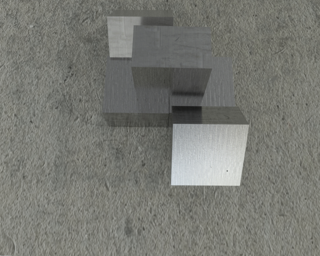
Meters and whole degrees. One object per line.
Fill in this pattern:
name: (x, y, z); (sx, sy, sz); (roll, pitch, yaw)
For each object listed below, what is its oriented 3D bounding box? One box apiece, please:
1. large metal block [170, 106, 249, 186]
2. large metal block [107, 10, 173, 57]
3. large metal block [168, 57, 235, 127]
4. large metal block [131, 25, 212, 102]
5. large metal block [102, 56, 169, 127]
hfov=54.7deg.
large metal block: (0.054, 0.021, 0.367); (0.081, 0.079, 0.050); (1, 26, -1)
large metal block: (-0.024, -0.130, 0.421); (0.081, 0.050, 0.080); (0, 26, 0)
large metal block: (0.052, -0.047, 0.412); (0.081, 0.050, 0.080); (1, 70, 0)
large metal block: (0.012, -0.070, 0.353); (0.081, 0.080, 0.050); (1, 70, 0)
large metal block: (-0.029, -0.047, 0.411); (0.081, 0.050, 0.080); (1, 70, 0)
